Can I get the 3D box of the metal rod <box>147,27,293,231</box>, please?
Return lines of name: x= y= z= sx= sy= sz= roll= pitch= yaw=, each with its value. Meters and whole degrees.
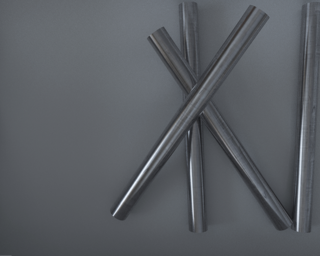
metal rod: x=0.080 y=0.007 z=0.393 sx=0.025 sy=0.025 sz=0.299 roll=-35 pitch=98 yaw=0

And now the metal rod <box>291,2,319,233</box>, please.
metal rod: x=0.195 y=-0.014 z=0.412 sx=0.025 sy=0.025 sz=0.298 roll=3 pitch=90 yaw=0

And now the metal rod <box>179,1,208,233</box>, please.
metal rod: x=0.044 y=-0.014 z=0.411 sx=0.025 sy=0.025 sz=0.298 roll=-3 pitch=90 yaw=0

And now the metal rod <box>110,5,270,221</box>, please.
metal rod: x=0.025 y=-0.005 z=0.370 sx=0.025 sy=0.025 sz=0.299 roll=34 pitch=106 yaw=0
